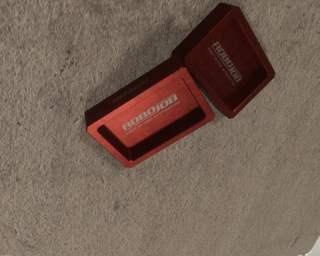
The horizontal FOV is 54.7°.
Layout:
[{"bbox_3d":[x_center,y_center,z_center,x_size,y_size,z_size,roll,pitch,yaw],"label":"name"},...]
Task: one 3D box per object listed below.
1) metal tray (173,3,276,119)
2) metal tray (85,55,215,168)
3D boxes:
[{"bbox_3d":[0.087,-0.082,0.402,0.090,0.030,0.130,-46,130,3],"label":"metal tray"},{"bbox_3d":[-0.011,-0.015,0.370,0.130,0.030,0.090,-31,131,9],"label":"metal tray"}]
